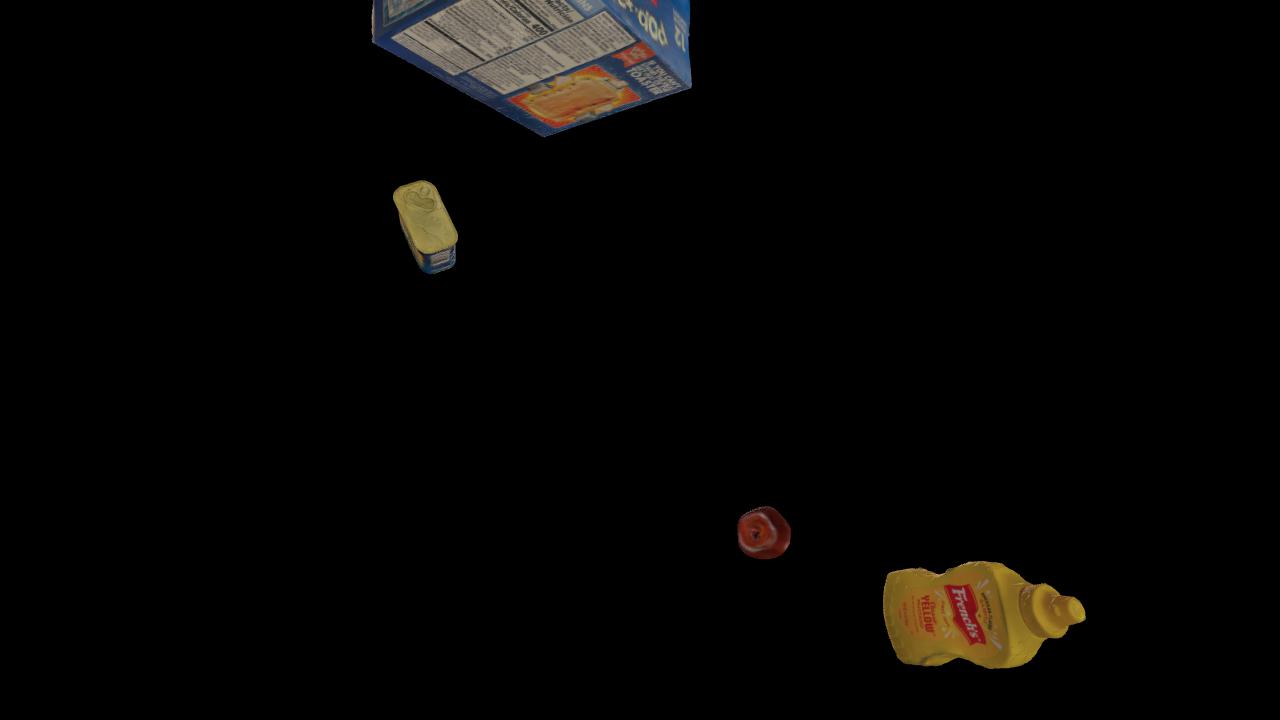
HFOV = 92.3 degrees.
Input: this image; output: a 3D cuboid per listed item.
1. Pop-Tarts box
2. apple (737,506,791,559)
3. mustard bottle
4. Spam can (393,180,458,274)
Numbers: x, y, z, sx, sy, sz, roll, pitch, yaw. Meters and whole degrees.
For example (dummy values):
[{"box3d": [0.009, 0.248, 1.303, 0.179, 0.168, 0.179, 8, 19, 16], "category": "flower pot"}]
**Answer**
[{"box3d": [-0.064, -0.234, 0.414, 0.141, 0.083, 0.167, -5, -4, 31], "category": "Pop-Tarts box"}, {"box3d": [0.183, 0.256, 0.906, 0.079, 0.079, 0.093, 0, -12, 31], "category": "apple"}, {"box3d": [0.309, 0.231, 0.561, 0.054, 0.092, 0.184, 18, -29, -19], "category": "mustard bottle"}, {"box3d": [-0.291, -0.177, 0.840, 0.058, 0.101, 0.085, -24, -6, -21], "category": "Spam can"}]
